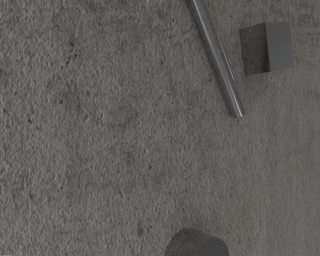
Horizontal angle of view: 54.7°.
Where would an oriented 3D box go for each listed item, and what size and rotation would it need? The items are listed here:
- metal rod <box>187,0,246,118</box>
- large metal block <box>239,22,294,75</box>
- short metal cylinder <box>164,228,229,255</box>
[{"bbox_3d":[0.070,-0.149,0.462,0.025,0.025,0.299,-40,114,-33],"label":"metal rod"},{"bbox_3d":[0.189,-0.140,0.547,0.081,0.050,0.079,-16,100,-39],"label":"large metal block"},{"bbox_3d":[0.052,0.187,0.432,0.081,0.050,0.079,0,90,-40],"label":"short metal cylinder"}]
